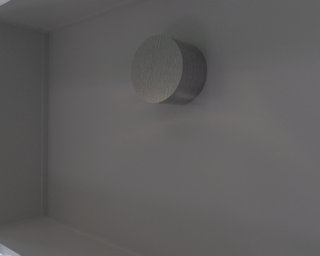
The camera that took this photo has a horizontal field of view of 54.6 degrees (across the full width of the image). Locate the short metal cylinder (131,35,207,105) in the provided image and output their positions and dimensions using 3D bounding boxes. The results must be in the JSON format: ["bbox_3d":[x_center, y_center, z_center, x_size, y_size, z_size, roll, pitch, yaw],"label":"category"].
[{"bbox_3d":[0.010,-0.069,0.383,0.080,0.050,0.080,0,90,40],"label":"short metal cylinder"}]
